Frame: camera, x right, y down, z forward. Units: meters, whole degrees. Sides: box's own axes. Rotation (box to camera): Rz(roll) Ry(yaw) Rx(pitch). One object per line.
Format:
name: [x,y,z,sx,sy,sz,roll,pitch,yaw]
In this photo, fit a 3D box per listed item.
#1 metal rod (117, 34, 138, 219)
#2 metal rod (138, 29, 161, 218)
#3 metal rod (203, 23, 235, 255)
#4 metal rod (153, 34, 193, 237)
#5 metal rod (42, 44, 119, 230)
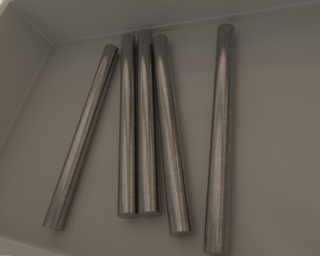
metal rod: [-0.045,-0.024,0.442,0.025,0.025,0.299,-16,55,19]
metal rod: [-0.018,-0.028,0.430,0.025,0.025,0.299,-16,55,19]
metal rod: [0.074,-0.008,0.371,0.025,0.025,0.299,-6,59,25]
metal rod: [0.012,-0.013,0.406,0.025,0.025,0.299,-17,55,18]
metal rod: [-0.110,-0.003,0.463,0.025,0.025,0.299,-2,61,27]
